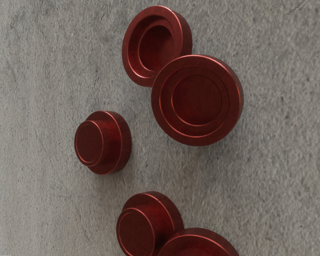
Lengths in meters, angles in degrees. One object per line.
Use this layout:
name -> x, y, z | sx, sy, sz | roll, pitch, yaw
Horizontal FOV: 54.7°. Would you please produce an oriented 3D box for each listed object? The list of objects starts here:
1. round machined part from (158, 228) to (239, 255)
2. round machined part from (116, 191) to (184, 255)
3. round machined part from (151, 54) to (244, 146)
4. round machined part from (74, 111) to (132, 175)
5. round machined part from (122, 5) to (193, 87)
round machined part -> 0.040, 0.165, 0.341 | 0.098, 0.042, 0.097 | 3, 97, 22
round machined part -> -0.020, 0.135, 0.408 | 0.098, 0.042, 0.097 | 0, 90, 39
round machined part -> 0.043, -0.032, 0.344 | 0.098, 0.042, 0.097 | 7, 107, 23
round machined part -> -0.092, 0.022, 0.467 | 0.098, 0.042, 0.097 | 0, 90, 39
round machined part -> 0.001, -0.099, 0.391 | 0.098, 0.042, 0.097 | 0, 90, 39
